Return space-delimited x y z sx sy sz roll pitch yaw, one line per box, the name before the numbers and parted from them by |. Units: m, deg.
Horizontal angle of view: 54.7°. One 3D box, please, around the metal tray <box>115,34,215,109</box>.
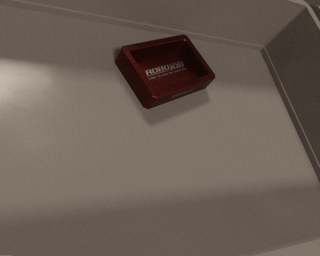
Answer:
metal tray | 0.011 -0.088 0.463 0.131 0.030 0.090 -23 74 -37
